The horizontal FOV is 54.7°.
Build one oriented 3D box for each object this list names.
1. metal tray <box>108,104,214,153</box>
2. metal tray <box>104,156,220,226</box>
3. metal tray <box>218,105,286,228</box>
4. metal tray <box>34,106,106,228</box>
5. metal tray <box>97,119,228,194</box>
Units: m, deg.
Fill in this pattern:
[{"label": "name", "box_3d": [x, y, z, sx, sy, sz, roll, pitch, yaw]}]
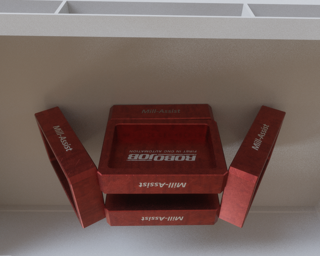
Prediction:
[{"label": "metal tray", "box_3d": [0.002, 0.013, 0.415, 0.131, 0.030, 0.089, -1, 130, -1]}, {"label": "metal tray", "box_3d": [0.002, 0.075, 0.388, 0.131, 0.090, 0.030, 0, 130, -1]}, {"label": "metal tray", "box_3d": [0.113, 0.043, 0.378, 0.030, 0.131, 0.089, 20, 134, 22]}, {"label": "metal tray", "box_3d": [-0.110, 0.044, 0.377, 0.030, 0.130, 0.089, -22, 136, -24]}, {"label": "metal tray", "box_3d": [0.003, 0.029, 0.349, 0.131, 0.090, 0.030, 0, 130, -1]}]
